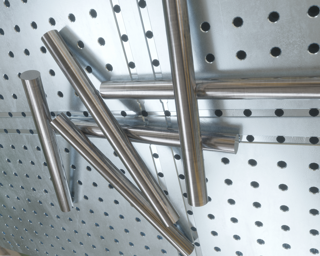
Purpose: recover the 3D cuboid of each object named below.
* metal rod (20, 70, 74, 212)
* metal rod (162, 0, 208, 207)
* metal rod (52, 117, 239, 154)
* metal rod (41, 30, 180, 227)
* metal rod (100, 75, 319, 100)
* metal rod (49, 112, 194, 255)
[{"bbox_3d":[-0.175,0.042,0.504,0.025,0.025,0.298,19,134,17],"label":"metal rod"},{"bbox_3d":[0.026,-0.051,0.336,0.025,0.025,0.298,1,110,28],"label":"metal rod"},{"bbox_3d":[-0.043,0.007,0.438,0.300,0.025,0.025,5,121,25],"label":"metal rod"},{"bbox_3d":[-0.065,0.001,0.417,0.025,0.025,0.299,-32,91,38],"label":"metal rod"},{"bbox_3d":[0.060,-0.045,0.351,0.300,0.025,0.025,3,120,27],"label":"metal rod"},{"bbox_3d":[-0.051,0.094,0.477,0.025,0.025,0.300,-31,107,38],"label":"metal rod"}]
